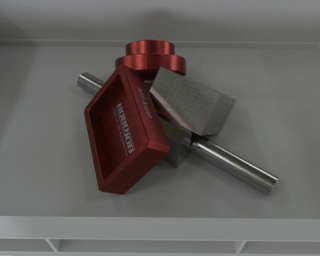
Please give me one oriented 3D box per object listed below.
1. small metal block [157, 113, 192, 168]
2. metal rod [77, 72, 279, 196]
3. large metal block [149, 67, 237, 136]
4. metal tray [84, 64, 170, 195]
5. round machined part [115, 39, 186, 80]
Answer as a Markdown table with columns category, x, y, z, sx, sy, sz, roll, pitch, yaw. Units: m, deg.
| category | x | y | z | sx | sy | sz | roll | pitch | yaw |
| --- | --- | --- | --- | --- | --- | --- | --- | --- | --- |
| small metal block | 0.009 | 0.014 | 0.375 | 0.050 | 0.050 | 0.025 | 31 | 57 | 23 |
| metal rod | 0.007 | -0.003 | 0.405 | 0.300 | 0.025 | 0.025 | 30 | 56 | 22 |
| large metal block | 0.040 | -0.032 | 0.389 | 0.080 | 0.050 | 0.080 | 30 | 13 | 22 |
| metal tray | -0.045 | 0.000 | 0.363 | 0.030 | 0.090 | 0.130 | 19 | 37 | -40 |
| round machined part | -0.013 | -0.094 | 0.432 | 0.099 | 0.098 | 0.042 | -1 | 91 | -2 |
